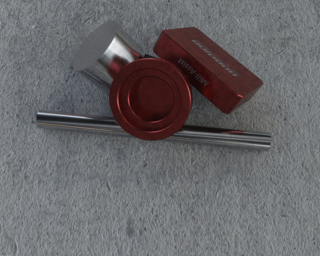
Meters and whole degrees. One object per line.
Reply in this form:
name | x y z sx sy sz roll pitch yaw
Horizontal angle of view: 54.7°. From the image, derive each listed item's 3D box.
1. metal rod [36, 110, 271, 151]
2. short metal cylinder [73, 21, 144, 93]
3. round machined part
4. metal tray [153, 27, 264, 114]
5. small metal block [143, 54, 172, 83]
metal rod | -0.009 0.003 0.408 0.302 0.025 0.025 6 70 2
short metal cylinder | -0.068 -0.093 0.409 0.080 0.050 0.080 -25 45 29
round machined part | -0.009 -0.037 0.381 0.098 0.042 0.097 3 105 11
metal tray | 0.065 -0.081 0.410 0.130 0.030 0.091 44 37 14
small metal block | -0.001 -0.068 0.419 0.050 0.050 0.025 22 72 8
